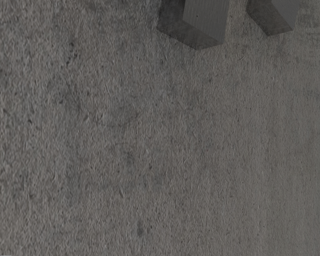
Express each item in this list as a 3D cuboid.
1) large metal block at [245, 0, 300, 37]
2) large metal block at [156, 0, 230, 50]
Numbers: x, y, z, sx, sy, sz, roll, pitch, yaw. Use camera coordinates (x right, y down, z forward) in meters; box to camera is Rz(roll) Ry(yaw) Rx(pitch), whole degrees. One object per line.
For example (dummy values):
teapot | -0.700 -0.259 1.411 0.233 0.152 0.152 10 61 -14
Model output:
large metal block | 0.207 -0.228 0.561 0.080 0.050 0.080 29 72 -36
large metal block | 0.048 -0.163 0.428 0.081 0.050 0.080 15 81 -39
